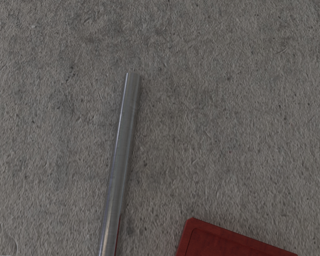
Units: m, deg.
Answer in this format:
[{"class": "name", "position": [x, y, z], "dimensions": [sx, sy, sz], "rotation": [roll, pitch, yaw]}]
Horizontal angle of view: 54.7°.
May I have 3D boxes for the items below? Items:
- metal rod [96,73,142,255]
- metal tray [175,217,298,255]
[{"class": "metal rod", "position": [-0.052, 0.068, 0.382], "dimensions": [0.025, 0.025, 0.299], "rotation": [5, 70, 2]}, {"class": "metal tray", "position": [0.079, 0.165, 0.345], "dimensions": [0.131, 0.030, 0.090], "rotation": [18, 71, 6]}]
